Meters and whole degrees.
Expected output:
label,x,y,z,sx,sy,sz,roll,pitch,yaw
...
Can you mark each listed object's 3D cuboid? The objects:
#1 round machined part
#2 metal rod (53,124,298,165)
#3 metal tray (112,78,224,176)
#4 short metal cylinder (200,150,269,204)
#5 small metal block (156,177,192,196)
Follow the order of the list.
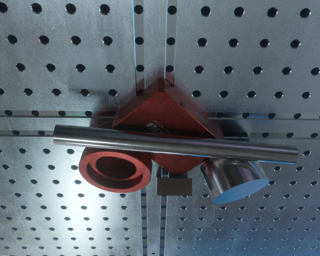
label,x,y,z,sx,sy,sz,roll,pitch,yaw
round machined part,-0.060,0.047,0.433,0.099,0.042,0.097,3,137,3
metal rod,0.024,0.021,0.389,0.302,0.025,0.025,5,130,-5
metal tray,0.014,0.005,0.414,0.090,0.030,0.130,-36,122,26
short metal cylinder,0.103,0.067,0.434,0.081,0.050,0.080,-15,151,-8
small metal block,0.020,0.087,0.469,0.050,0.025,0.050,2,173,-3
